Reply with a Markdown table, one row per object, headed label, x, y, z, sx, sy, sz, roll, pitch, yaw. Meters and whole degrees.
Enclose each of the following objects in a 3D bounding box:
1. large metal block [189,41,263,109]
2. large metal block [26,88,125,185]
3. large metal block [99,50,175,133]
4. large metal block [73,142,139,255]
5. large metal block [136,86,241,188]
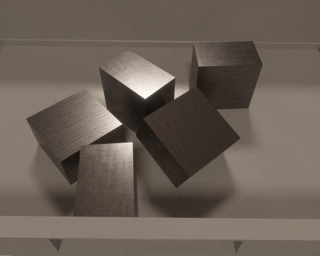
| label | x | y | z | sx | sy | sz | roll | pitch | yaw |
| --- | --- | --- | --- | --- | --- | --- | --- | --- | --- |
| large metal block | 0.086 | -0.071 | 0.430 | 0.081 | 0.080 | 0.050 | -2 | 50 | -3 |
| large metal block | -0.101 | 0.008 | 0.381 | 0.080 | 0.050 | 0.080 | -34 | 58 | -25 |
| large metal block | -0.028 | -0.042 | 0.404 | 0.080 | 0.080 | 0.050 | 36 | 59 | 26 |
| large metal block | -0.049 | 0.071 | 0.309 | 0.050 | 0.080 | 0.080 | -3 | 50 | -3 |
| large metal block | 0.031 | 0.011 | 0.365 | 0.081 | 0.050 | 0.080 | -33 | 77 | -25 |
